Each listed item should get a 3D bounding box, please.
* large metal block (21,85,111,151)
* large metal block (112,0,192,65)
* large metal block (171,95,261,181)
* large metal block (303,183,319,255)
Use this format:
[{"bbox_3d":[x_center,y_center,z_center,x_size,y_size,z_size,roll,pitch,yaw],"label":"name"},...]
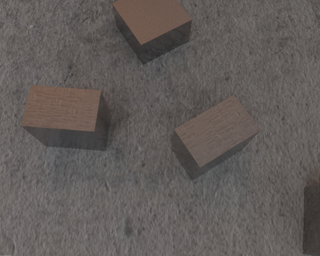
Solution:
[{"bbox_3d":[-0.109,-0.009,0.381,0.081,0.080,0.050,4,70,1],"label":"large metal block"},{"bbox_3d":[-0.011,-0.152,0.450,0.080,0.050,0.080,-30,73,-11],"label":"large metal block"},{"bbox_3d":[0.063,0.015,0.374,0.080,0.080,0.050,-30,73,-11],"label":"large metal block"},{"bbox_3d":[0.217,0.112,0.357,0.080,0.050,0.080,10,70,3],"label":"large metal block"}]
